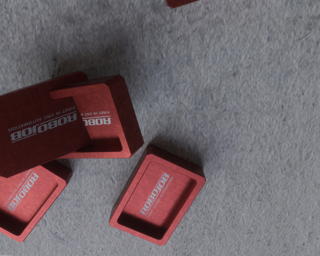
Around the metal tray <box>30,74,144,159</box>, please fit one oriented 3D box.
[{"bbox_3d":[-0.091,-0.009,0.372,0.130,0.030,0.089,-4,113,30],"label":"metal tray"}]

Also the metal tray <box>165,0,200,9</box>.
[{"bbox_3d":[0.059,-0.194,0.336,0.131,0.030,0.089,-16,110,5],"label":"metal tray"}]

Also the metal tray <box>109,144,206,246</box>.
[{"bbox_3d":[-0.005,0.098,0.443,0.090,0.030,0.129,26,108,-10],"label":"metal tray"}]

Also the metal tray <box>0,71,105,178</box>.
[{"bbox_3d":[-0.140,-0.007,0.373,0.131,0.030,0.089,-22,108,-19],"label":"metal tray"}]

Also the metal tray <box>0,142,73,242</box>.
[{"bbox_3d":[-0.198,0.090,0.437,0.090,0.030,0.130,36,106,-13],"label":"metal tray"}]
